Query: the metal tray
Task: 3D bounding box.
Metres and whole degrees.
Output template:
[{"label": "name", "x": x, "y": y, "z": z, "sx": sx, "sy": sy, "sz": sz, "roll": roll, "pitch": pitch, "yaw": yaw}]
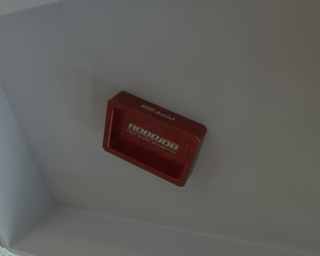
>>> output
[{"label": "metal tray", "x": -0.012, "y": 0.015, "z": 0.421, "sx": 0.130, "sy": 0.030, "sz": 0.089, "roll": 24, "pitch": 127, "yaw": 13}]
